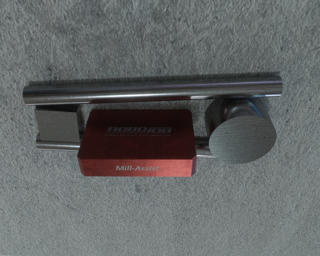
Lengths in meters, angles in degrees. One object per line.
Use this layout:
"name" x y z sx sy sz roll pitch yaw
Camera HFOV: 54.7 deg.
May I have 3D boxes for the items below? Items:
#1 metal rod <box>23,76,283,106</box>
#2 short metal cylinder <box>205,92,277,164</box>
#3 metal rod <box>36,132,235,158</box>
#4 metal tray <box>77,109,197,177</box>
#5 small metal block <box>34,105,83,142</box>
"metal rod" -0.009 -0.044 0.371 0.302 0.025 0.025 -2 130 1
"short metal cylinder" 0.099 0.000 0.393 0.081 0.050 0.079 0 130 0
"metal rod" -0.014 0.025 0.430 0.302 0.025 0.025 3 130 -3
"metal tray" -0.025 0.016 0.377 0.131 0.090 0.030 0 130 0
"small metal block" -0.129 -0.009 0.400 0.050 0.025 0.050 3 130 -3
